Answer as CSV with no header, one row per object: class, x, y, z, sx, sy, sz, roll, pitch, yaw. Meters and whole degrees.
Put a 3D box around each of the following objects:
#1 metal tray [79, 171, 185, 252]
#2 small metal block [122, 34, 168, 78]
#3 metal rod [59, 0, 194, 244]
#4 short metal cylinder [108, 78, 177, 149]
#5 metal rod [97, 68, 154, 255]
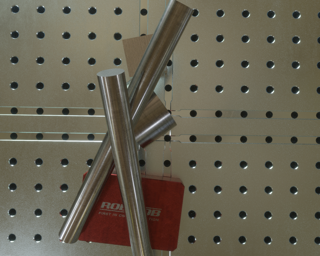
metal tray,-0.038,0.107,0.411,0.131,0.030,0.089,7,90,-1
small metal block,-0.020,-0.095,0.413,0.050,0.025,0.050,-11,90,-1
metal rod,-0.046,0.009,0.336,0.025,0.025,0.298,28,108,-1
short metal cylinder,-0.023,-0.021,0.386,0.050,0.080,0.080,-36,90,0
metal rod,-0.029,0.082,0.345,0.025,0.025,0.298,-7,116,0
